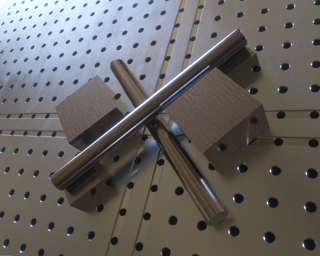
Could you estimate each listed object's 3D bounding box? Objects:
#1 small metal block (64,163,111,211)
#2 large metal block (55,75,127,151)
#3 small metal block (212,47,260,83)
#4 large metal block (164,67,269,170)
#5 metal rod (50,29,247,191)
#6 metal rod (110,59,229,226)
[{"bbox_3d":[-0.101,0.073,0.417,0.050,0.025,0.050,-39,51,2],"label":"small metal block"},{"bbox_3d":[-0.097,-0.018,0.454,0.080,0.050,0.080,-37,51,3],"label":"large metal block"},{"bbox_3d":[0.095,-0.088,0.413,0.050,0.025,0.050,-38,51,3],"label":"small metal block"},{"bbox_3d":[0.066,-0.012,0.365,0.080,0.050,0.080,-40,51,1],"label":"large metal block"},{"bbox_3d":[-0.015,-0.022,0.397,0.300,0.025,0.025,-38,51,2],"label":"metal rod"},{"bbox_3d":[-0.005,-0.004,0.412,0.025,0.025,0.300,-37,51,4],"label":"metal rod"}]
